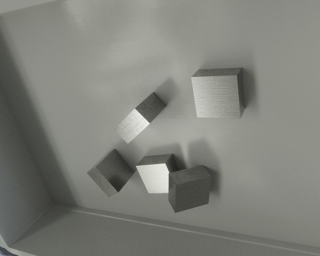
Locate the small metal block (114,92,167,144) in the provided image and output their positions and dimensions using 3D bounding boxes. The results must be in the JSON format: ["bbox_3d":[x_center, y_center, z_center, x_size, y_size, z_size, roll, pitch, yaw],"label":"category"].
[{"bbox_3d":[-0.025,-0.013,0.397,0.025,0.050,0.050,46,129,-4],"label":"small metal block"}]

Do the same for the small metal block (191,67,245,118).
[{"bbox_3d":[0.067,-0.039,0.349,0.050,0.025,0.050,2,120,27],"label":"small metal block"}]

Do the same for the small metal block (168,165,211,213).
[{"bbox_3d":[0.040,0.083,0.421,0.050,0.025,0.050,-11,123,-17],"label":"small metal block"}]

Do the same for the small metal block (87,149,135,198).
[{"bbox_3d":[-0.074,0.068,0.474,0.025,0.050,0.050,-33,100,38],"label":"small metal block"}]

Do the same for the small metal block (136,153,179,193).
[{"bbox_3d":[0.000,0.067,0.450,0.050,0.025,0.050,-9,114,32],"label":"small metal block"}]
